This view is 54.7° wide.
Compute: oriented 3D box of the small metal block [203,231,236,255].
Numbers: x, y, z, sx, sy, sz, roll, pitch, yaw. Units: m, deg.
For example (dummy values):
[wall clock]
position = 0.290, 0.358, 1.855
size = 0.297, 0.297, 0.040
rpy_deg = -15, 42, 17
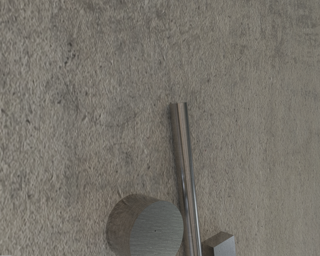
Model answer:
[small metal block]
position = 0.093, 0.198, 0.486
size = 0.050, 0.025, 0.050
rpy_deg = -11, 97, -40

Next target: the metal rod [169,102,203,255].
[metal rod]
position = 0.041, 0.113, 0.441
size = 0.025, 0.025, 0.298
rpy_deg = -11, 97, -40

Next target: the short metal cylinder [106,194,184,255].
[short metal cylinder]
position = -0.018, 0.124, 0.376
size = 0.081, 0.050, 0.079
rpy_deg = 0, 90, -40
